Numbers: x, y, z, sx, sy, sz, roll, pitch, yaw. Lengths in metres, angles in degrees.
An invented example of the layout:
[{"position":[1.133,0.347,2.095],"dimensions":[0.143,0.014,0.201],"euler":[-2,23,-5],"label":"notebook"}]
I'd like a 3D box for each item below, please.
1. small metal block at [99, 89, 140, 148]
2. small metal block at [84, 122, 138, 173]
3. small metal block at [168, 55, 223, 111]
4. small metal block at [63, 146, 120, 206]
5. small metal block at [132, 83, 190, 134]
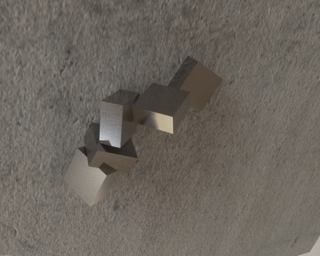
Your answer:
[{"position":[-0.046,-0.012,0.355],"dimensions":[0.025,0.050,0.050],"euler":[12,114,13],"label":"small metal block"},{"position":[-0.059,0.023,0.369],"dimensions":[0.050,0.050,0.025],"euler":[15,122,-31],"label":"small metal block"},{"position":[0.045,-0.057,0.398],"dimensions":[0.050,0.025,0.050],"euler":[25,105,-37],"label":"small metal block"},{"position":[-0.083,0.056,0.374],"dimensions":[0.025,0.050,0.050],"euler":[-15,140,-59],"label":"small metal block"},{"position":[0.003,-0.024,0.364],"dimensions":[0.050,0.050,0.025],"euler":[-55,152,-41],"label":"small metal block"}]
